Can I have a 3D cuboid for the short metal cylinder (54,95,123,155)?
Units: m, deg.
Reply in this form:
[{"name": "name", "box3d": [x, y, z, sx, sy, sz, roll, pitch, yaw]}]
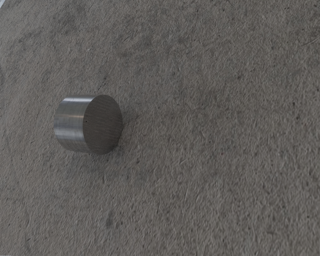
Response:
[{"name": "short metal cylinder", "box3d": [-0.096, -0.006, 0.423, 0.050, 0.080, 0.080, 3, 63, 30]}]
